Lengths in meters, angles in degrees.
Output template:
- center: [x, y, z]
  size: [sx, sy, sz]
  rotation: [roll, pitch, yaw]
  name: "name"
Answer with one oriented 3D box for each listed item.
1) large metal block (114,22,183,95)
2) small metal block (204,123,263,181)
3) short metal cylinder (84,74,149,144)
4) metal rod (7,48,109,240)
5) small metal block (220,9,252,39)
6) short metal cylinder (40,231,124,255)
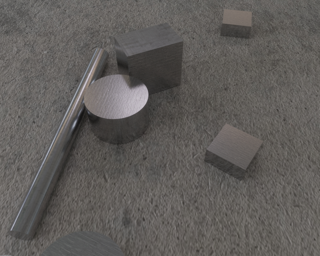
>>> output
- center: [-0.016, -0.095, 0.447]
  size: [0.081, 0.080, 0.050]
  rotation: [-20, 53, -16]
  name: "large metal block"
- center: [0.090, 0.029, 0.380]
  size: [0.050, 0.025, 0.050]
  rotation: [28, 55, 21]
  name: "small metal block"
- center: [-0.055, -0.025, 0.408]
  size: [0.081, 0.050, 0.080]
  rotation: [0, 50, 0]
  name: "short metal cylinder"
- center: [-0.118, -0.005, 0.406]
  size: [0.025, 0.025, 0.300]
  rotation: [7, 50, 5]
  name: "metal rod"
- center: [0.139, -0.190, 0.564]
  size: [0.050, 0.025, 0.050]
  rotation: [9, 51, 7]
  name: "small metal block"
- center: [-0.066, 0.139, 0.270]
  size: [0.081, 0.050, 0.080]
  rotation: [0, 50, 0]
  name: "short metal cylinder"
